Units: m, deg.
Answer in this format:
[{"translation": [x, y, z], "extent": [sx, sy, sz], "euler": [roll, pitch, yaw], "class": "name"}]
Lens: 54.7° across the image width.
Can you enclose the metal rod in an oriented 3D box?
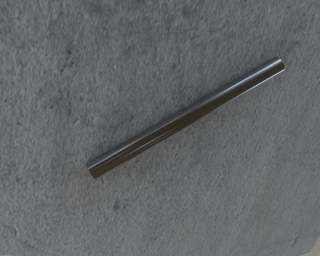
[{"translation": [0.041, -0.018, 0.419], "extent": [0.301, 0.025, 0.025], "euler": [-30, 129, -10], "class": "metal rod"}]
